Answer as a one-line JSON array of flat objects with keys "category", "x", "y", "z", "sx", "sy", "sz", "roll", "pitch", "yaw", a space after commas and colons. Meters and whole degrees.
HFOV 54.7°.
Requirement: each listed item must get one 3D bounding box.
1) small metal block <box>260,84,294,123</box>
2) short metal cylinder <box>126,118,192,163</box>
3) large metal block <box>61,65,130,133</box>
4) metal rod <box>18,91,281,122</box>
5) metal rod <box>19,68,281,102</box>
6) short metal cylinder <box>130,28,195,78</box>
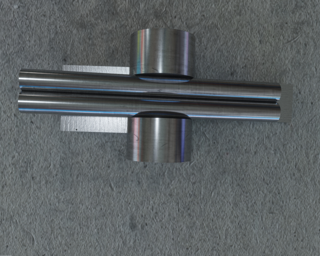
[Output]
[{"category": "small metal block", "x": 0.146, "y": -0.033, "z": 0.413, "sx": 0.050, "sy": 0.025, "sz": 0.050, "roll": 3, "pitch": 90, "yaw": 0}, {"category": "short metal cylinder", "x": -0.001, "y": 0.013, "z": 0.384, "sx": 0.081, "sy": 0.080, "sz": 0.050, "roll": 2, "pitch": 90, "yaw": 0}, {"category": "large metal block", "x": -0.078, "y": -0.035, "z": 0.398, "sx": 0.081, "sy": 0.050, "sz": 0.080, "roll": 2, "pitch": 90, "yaw": 0}, {"category": "metal rod", "x": -0.005, "y": -0.024, "z": 0.366, "sx": 0.302, "sy": 0.025, "sz": 0.025, "roll": 2, "pitch": 90, "yaw": -8}, {"category": "metal rod", "x": -0.004, "y": -0.049, "z": 0.366, "sx": 0.302, "sy": 0.025, "sz": 0.025, "roll": 2, "pitch": 90, "yaw": -8}, {"category": "short metal cylinder", "x": 0.003, "y": -0.086, "z": 0.384, "sx": 0.081, "sy": 0.080, "sz": 0.050, "roll": 2, "pitch": 90, "yaw": 0}]
